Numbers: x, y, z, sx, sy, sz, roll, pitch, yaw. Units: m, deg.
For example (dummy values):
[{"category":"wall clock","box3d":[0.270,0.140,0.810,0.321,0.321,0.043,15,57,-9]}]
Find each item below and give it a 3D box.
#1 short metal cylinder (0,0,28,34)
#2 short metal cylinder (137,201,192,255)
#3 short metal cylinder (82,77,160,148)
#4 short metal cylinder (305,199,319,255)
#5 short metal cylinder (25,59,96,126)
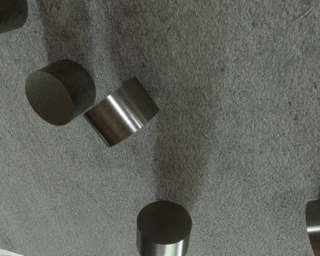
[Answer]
[{"category":"short metal cylinder","box3d":[-0.224,-0.165,0.407,0.080,0.050,0.079,13,124,21]},{"category":"short metal cylinder","box3d":[0.005,0.157,0.466,0.080,0.080,0.050,17,125,19]},{"category":"short metal cylinder","box3d":[-0.048,-0.020,0.384,0.080,0.080,0.050,-28,103,37]},{"category":"short metal cylinder","box3d":[0.201,0.116,0.337,0.050,0.080,0.080,-22,107,36]},{"category":"short metal cylinder","box3d":[-0.138,-0.050,0.433,0.080,0.050,0.079,13,124,21]}]
